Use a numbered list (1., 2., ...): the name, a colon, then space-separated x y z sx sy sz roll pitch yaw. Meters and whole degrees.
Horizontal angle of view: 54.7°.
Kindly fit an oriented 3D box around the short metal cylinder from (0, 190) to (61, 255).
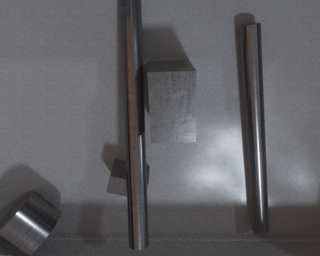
1. short metal cylinder: -0.185 0.133 0.429 0.080 0.080 0.050 -41 105 13

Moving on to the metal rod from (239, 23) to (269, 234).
1. metal rod: 0.129 0.015 0.418 0.025 0.025 0.298 -9 110 3

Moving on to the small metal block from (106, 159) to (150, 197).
1. small metal block: -0.042 0.069 0.423 0.050 0.050 0.025 13 110 -5

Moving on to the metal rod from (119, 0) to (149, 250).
1. metal rod: -0.031 0.001 0.375 0.025 0.025 0.298 -1 97 0

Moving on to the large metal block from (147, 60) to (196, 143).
1. large metal block: 0.013 -0.035 0.369 0.050 0.080 0.079 -2 110 0
